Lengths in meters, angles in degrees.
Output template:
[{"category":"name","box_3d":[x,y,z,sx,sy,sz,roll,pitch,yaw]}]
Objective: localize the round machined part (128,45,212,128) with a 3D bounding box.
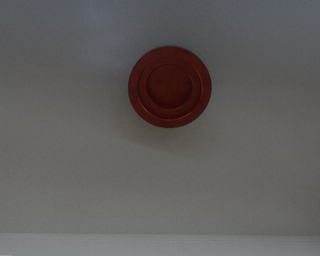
[{"category":"round machined part","box_3d":[0.012,-0.052,0.383,0.099,0.042,0.097,0,110,0]}]
